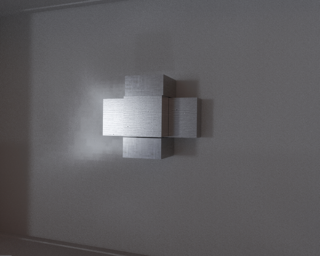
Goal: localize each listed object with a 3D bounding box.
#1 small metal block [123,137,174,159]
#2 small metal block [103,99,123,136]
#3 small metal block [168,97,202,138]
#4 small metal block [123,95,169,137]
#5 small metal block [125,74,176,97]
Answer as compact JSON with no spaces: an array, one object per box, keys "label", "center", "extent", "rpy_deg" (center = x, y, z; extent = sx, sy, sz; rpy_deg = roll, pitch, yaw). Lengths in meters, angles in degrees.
[{"label":"small metal block","center":[-0.014,0.024,0.399],"extent":[0.050,0.050,0.025],"rpy_deg":[1,91,20]},{"label":"small metal block","center":[-0.050,-0.014,0.426],"extent":[0.050,0.025,0.050],"rpy_deg":[1,90,20]},{"label":"small metal block","center":[0.026,-0.013,0.400],"extent":[0.050,0.025,0.050],"rpy_deg":[1,90,19]},{"label":"small metal block","center":[-0.017,-0.014,0.387],"extent":[0.050,0.025,0.050],"rpy_deg":[1,90,19]},{"label":"small metal block","center":[-0.011,-0.052,0.399],"extent":[0.050,0.050,0.025],"rpy_deg":[1,91,20]}]
